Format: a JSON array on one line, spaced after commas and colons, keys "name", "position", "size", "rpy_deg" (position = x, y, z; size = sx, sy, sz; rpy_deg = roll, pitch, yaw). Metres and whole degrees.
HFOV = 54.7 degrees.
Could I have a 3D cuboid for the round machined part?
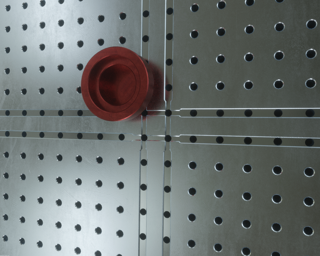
[{"name": "round machined part", "position": [-0.054, -0.058, 0.421], "size": [0.098, 0.042, 0.097], "rpy_deg": [0, 90, 19]}]
